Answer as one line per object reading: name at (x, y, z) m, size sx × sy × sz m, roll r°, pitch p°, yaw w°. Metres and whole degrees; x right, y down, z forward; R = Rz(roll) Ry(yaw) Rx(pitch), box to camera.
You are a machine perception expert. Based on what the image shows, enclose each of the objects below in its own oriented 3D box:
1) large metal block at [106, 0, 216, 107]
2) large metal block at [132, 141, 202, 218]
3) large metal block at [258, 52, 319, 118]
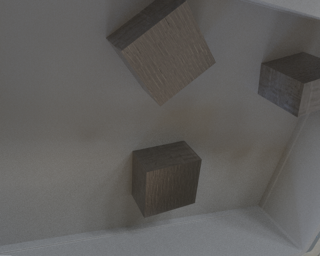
large metal block at (0.002, -0.085, 0.341) m, size 0.080 × 0.050 × 0.080 m, roll -39°, pitch 129°, yaw -2°
large metal block at (0.007, 0.071, 0.440) m, size 0.081 × 0.050 × 0.079 m, roll -10°, pitch 123°, yaw -23°
large metal block at (0.201, -0.065, 0.442) m, size 0.081 × 0.080 × 0.050 m, roll -18°, pitch 126°, yaw -18°
